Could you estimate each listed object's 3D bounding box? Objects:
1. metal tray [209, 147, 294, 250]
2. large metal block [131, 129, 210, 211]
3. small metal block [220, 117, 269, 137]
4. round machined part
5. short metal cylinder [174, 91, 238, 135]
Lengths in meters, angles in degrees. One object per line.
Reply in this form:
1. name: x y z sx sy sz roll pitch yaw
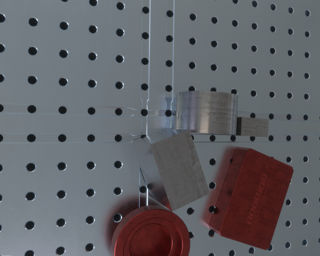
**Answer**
1. metal tray: 0.137 0.104 0.461 0.090 0.030 0.130 23 82 -19
2. large metal block: 0.010 0.047 0.387 0.050 0.080 0.080 -21 97 -19
3. small metal block: 0.116 -0.001 0.438 0.050 0.050 0.025 3 89 -29
4. round machined part: -0.014 0.148 0.398 0.099 0.042 0.097 0 90 -20
5. short metal cylinder: 0.060 -0.018 0.405 0.081 0.080 0.050 4 89 -20
